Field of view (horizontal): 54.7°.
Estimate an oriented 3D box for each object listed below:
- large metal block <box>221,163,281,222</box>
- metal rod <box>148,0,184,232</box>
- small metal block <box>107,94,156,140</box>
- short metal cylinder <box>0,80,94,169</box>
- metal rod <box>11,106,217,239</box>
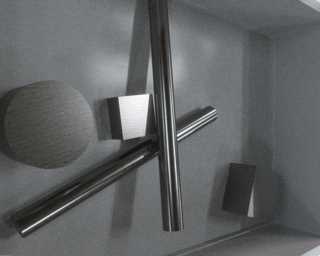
[{"bbox_3d":[0.156,0.109,0.525,0.080,0.050,0.080,22,76,-38],"label":"large metal block"},{"bbox_3d":[0.006,-0.027,0.388,0.025,0.025,0.298,2,81,-40],"label":"metal rod"},{"bbox_3d":[-0.034,-0.014,0.380,0.050,0.025,0.050,-11,97,-40],"label":"small metal block"},{"bbox_3d":[-0.112,-0.003,0.297,0.081,0.050,0.079,0,90,-40],"label":"short metal cylinder"},{"bbox_3d":[-0.029,0.036,0.384,0.302,0.025,0.025,-29,108,-37],"label":"metal rod"}]
